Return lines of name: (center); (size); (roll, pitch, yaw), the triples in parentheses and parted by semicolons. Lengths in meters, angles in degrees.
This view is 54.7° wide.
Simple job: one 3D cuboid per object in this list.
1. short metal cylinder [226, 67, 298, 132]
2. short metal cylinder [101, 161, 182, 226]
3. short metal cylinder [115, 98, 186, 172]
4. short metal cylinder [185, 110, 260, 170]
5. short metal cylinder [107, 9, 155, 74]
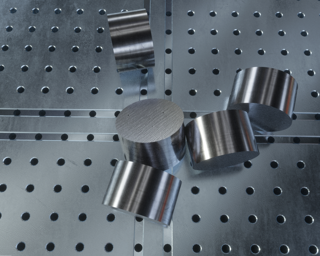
short metal cylinder: (0.130, -0.035, 0.397); (0.080, 0.080, 0.050); (16, 71, 5)
short metal cylinder: (-0.020, 0.075, 0.355); (0.080, 0.080, 0.050); (16, 71, 5)
short metal cylinder: (-0.009, 0.008, 0.378); (0.080, 0.050, 0.080); (-4, 41, 4)
short metal cylinder: (0.074, 0.017, 0.377); (0.081, 0.080, 0.050); (-9, 71, -4)
short metal cylinder: (-0.039, -0.119, 0.425); (0.050, 0.080, 0.080); (-10, 71, -4)
